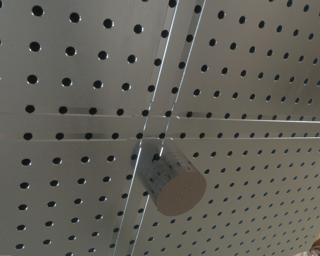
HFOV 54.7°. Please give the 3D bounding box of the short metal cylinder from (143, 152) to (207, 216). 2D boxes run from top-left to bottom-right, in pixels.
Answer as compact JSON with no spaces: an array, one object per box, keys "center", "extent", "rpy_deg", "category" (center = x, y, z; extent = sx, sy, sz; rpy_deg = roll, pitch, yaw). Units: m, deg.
[{"center":[0.021,0.083,0.460],"extent":[0.081,0.050,0.079],"rpy_deg":[-14,125,-21],"category":"short metal cylinder"}]
